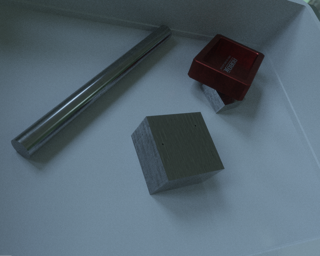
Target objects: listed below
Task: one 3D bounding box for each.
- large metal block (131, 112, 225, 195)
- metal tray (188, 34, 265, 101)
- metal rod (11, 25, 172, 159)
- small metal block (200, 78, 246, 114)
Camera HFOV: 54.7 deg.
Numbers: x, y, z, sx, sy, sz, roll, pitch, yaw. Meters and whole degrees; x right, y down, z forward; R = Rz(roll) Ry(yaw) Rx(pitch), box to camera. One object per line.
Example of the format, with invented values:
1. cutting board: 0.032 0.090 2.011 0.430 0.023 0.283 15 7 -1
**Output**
1. large metal block: 0.020 0.029 0.384 0.081 0.050 0.080 -6 65 -31
2. metal tray: 0.110 -0.102 0.497 0.090 0.030 0.131 28 41 9
3. metal rod: -0.067 -0.067 0.411 0.025 0.025 0.301 41 51 -1
4. small metal block: 0.101 -0.055 0.496 0.050 0.025 0.050 -16 71 -35
